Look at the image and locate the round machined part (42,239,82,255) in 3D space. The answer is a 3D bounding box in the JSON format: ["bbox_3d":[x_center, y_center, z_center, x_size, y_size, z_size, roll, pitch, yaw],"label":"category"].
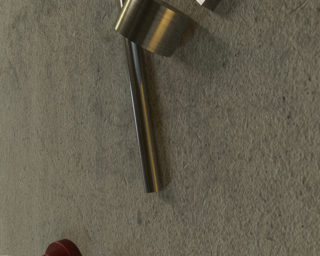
[{"bbox_3d":[-0.177,0.249,0.540,0.098,0.042,0.097,0,90,40],"label":"round machined part"}]

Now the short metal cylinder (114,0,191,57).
[{"bbox_3d":[-0.009,-0.129,0.376,0.080,0.081,0.050,45,117,30],"label":"short metal cylinder"}]

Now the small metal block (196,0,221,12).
[{"bbox_3d":[0.056,-0.174,0.359,0.050,0.025,0.050,-49,61,29],"label":"small metal block"}]

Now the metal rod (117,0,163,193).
[{"bbox_3d":[-0.030,-0.062,0.429,0.025,0.025,0.298,-14,81,39],"label":"metal rod"}]
